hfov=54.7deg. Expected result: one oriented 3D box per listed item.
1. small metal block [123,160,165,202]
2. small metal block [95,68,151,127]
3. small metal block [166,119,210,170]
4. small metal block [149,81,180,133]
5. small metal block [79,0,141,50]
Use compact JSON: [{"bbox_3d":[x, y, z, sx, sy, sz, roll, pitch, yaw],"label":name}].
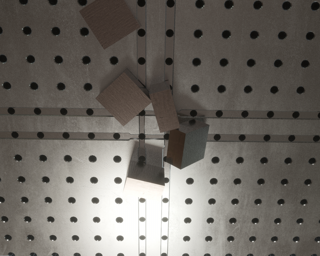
[{"bbox_3d":[-0.021,0.072,0.426,0.050,0.050,0.025,14,110,-6],"label":"small metal block"},{"bbox_3d":[-0.045,-0.039,0.397,0.050,0.025,0.050,-40,105,15],"label":"small metal block"},{"bbox_3d":[0.036,0.020,0.405,0.025,0.050,0.050,24,118,37],"label":"small metal block"},{"bbox_3d":[0.006,-0.028,0.390,0.025,0.050,0.050,-14,110,4],"label":"small metal block"},{"bbox_3d":[-0.057,-0.129,0.365,0.050,0.025,0.050,-30,108,10],"label":"small metal block"}]
